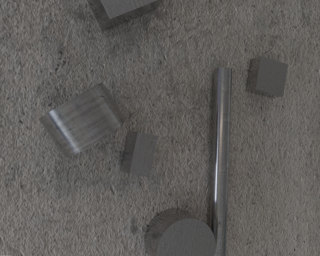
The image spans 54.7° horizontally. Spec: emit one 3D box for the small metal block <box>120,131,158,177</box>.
[{"bbox_3d":[-0.028,0.031,0.386,0.025,0.050,0.050,12,86,-20],"label":"small metal block"}]

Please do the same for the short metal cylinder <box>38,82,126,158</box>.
[{"bbox_3d":[-0.086,-0.010,0.348,0.080,0.080,0.050,-34,101,-17],"label":"short metal cylinder"}]

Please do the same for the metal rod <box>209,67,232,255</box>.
[{"bbox_3d":[0.085,0.065,0.440,0.025,0.025,0.298,2,89,-20],"label":"metal rod"}]

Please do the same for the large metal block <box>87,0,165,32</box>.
[{"bbox_3d":[-0.049,-0.176,0.378,0.080,0.050,0.080,-29,100,-18],"label":"large metal block"}]

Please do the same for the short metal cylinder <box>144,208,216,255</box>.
[{"bbox_3d":[0.025,0.151,0.406,0.081,0.050,0.080,0,90,-20],"label":"short metal cylinder"}]

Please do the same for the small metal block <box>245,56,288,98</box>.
[{"bbox_3d":[0.161,-0.076,0.469,0.050,0.025,0.050,11,86,-20],"label":"small metal block"}]
